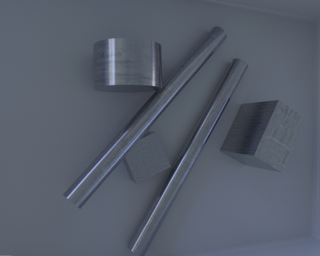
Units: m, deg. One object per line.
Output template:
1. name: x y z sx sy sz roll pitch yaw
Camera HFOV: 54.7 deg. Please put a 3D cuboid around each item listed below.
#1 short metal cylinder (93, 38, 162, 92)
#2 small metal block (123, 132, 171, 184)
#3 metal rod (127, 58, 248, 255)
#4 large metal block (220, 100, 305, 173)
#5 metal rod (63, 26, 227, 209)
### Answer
1. short metal cylinder: -0.038 -0.071 0.368 0.081 0.080 0.050 -1 91 -20
2. small metal block: -0.021 0.037 0.404 0.050 0.025 0.050 -25 99 -19
3. metal rod: 0.043 0.032 0.427 0.025 0.025 0.300 34 79 -17
4. large metal block: 0.141 0.011 0.435 0.050 0.080 0.080 30 80 -18
5. metal rod: -0.006 -0.027 0.391 0.025 0.025 0.301 46 69 -15
